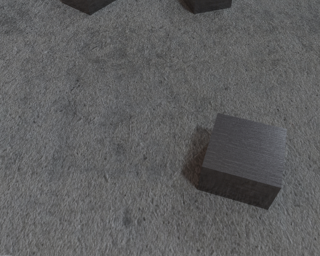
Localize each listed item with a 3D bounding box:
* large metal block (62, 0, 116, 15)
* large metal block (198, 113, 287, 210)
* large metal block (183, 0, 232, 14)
[{"bbox_3d":[-0.144,-0.278,0.619,0.080,0.050,0.080,30,56,23],"label":"large metal block"},{"bbox_3d":[0.094,0.036,0.357,0.080,0.050,0.080,14,51,12],"label":"large metal block"},{"bbox_3d":[0.092,-0.278,0.621,0.081,0.050,0.080,-15,52,-12],"label":"large metal block"}]
